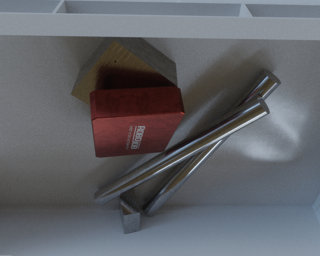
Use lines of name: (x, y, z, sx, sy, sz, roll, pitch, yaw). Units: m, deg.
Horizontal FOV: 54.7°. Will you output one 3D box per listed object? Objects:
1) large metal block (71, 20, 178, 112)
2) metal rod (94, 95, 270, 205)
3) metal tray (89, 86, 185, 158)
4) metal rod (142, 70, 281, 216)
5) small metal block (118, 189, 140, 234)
large metal block: (-0.038, -0.056, 0.345, 0.080, 0.050, 0.080, 33, 123, -25)
metal rod: (0.010, 0.044, 0.428, 0.299, 0.025, 0.025, -33, 123, 31)
metal tray: (-0.031, -0.002, 0.356, 0.091, 0.030, 0.129, -4, 159, -11)
metal rod: (0.056, 0.039, 0.443, 0.025, 0.025, 0.298, 24, 126, -19)
small metal block: (-0.051, 0.134, 0.502, 0.025, 0.050, 0.050, -8, 131, -14)
